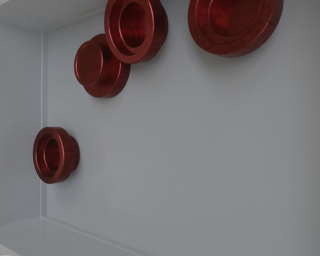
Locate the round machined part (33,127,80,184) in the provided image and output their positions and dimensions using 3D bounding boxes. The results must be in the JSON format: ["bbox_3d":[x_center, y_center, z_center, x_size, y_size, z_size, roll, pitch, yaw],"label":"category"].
[{"bbox_3d":[-0.178,0.046,0.543,0.098,0.042,0.097,0,90,40],"label":"round machined part"}]

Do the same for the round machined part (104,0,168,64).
[{"bbox_3d":[-0.028,-0.136,0.409,0.098,0.042,0.097,16,114,42],"label":"round machined part"}]

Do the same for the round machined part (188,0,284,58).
[{"bbox_3d":[0.082,-0.123,0.328,0.098,0.042,0.097,0,90,40],"label":"round machined part"}]

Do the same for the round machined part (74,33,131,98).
[{"bbox_3d":[-0.094,-0.096,0.474,0.098,0.042,0.097,0,90,40],"label":"round machined part"}]
